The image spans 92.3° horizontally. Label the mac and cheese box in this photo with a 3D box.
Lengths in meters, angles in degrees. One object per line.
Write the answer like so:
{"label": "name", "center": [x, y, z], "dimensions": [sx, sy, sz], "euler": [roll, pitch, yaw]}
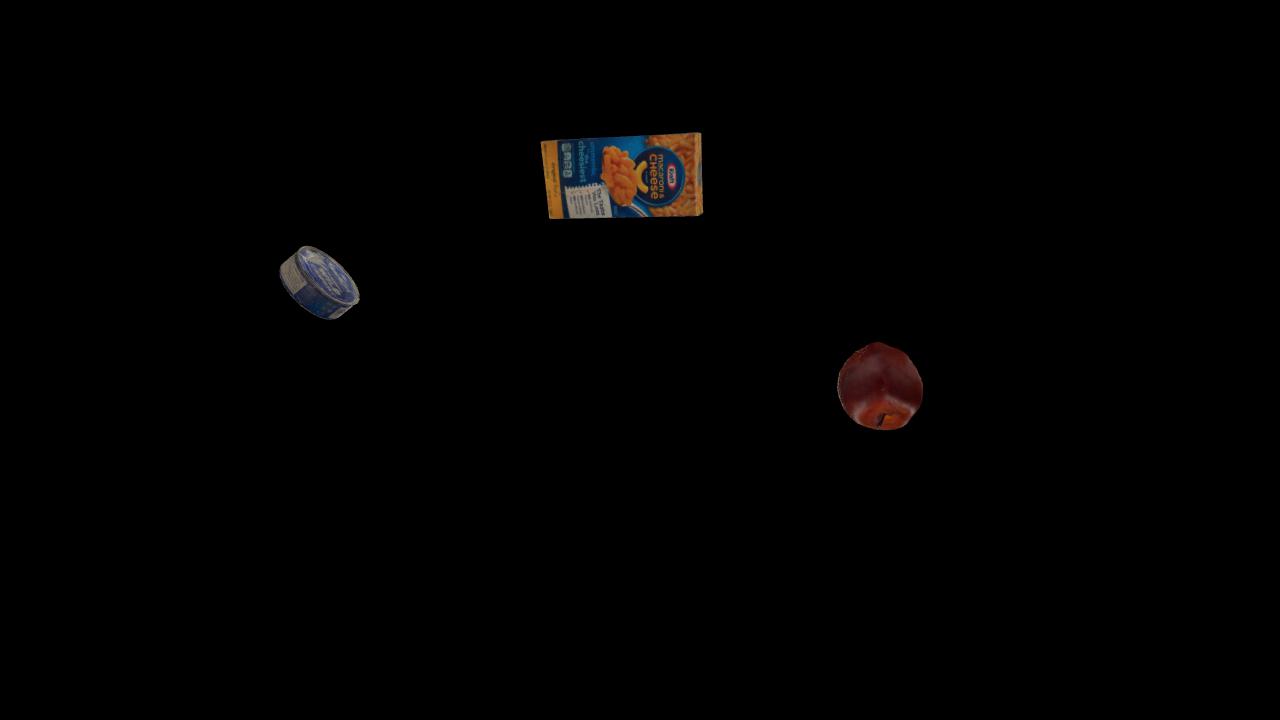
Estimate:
{"label": "mac and cheese box", "center": [-0.021, -0.214, 0.721], "dimensions": [0.184, 0.093, 0.041], "euler": [2, 19, 15]}

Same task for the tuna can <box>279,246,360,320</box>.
{"label": "tuna can", "center": [-0.369, -0.088, 0.709], "dimensions": [0.034, 0.084, 0.084], "euler": [-36, -6, 8]}

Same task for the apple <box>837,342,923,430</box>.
{"label": "apple", "center": [0.239, 0.027, 0.616], "dimensions": [0.079, 0.093, 0.079], "euler": [7, -38, 6]}
